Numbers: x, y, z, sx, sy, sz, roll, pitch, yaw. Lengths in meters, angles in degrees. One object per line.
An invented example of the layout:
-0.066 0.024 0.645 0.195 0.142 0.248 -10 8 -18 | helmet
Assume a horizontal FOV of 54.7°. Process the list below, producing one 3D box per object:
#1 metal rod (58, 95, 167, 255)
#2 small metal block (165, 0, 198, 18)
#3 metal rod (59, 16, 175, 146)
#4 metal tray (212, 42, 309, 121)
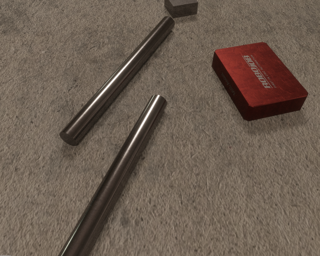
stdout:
-0.056 0.070 0.343 0.025 0.025 0.301 17 52 13 | metal rod
0.041 -0.244 0.609 0.050 0.025 0.050 -14 52 -12 | small metal block
-0.050 -0.089 0.477 0.025 0.025 0.301 21 53 16 | metal rod
0.144 -0.074 0.464 0.091 0.030 0.130 -12 51 -10 | metal tray
